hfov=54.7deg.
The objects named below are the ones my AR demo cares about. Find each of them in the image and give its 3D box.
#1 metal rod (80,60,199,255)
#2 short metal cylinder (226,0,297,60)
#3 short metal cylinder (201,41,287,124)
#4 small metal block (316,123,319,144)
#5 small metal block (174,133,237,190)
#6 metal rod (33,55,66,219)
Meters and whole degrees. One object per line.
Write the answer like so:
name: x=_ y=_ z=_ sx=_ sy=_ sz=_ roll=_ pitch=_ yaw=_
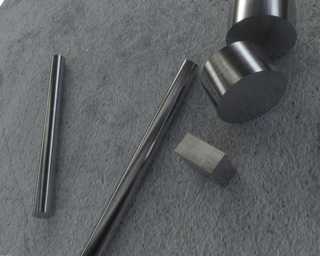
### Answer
metal rod: x=-0.023 y=0.040 z=0.391 sx=0.025 sy=0.025 sz=0.300 roll=16 pitch=69 yaw=34
short metal cylinder: x=0.124 y=-0.126 z=0.381 sx=0.080 sy=0.080 sz=0.050 roll=-3 pitch=60 yaw=27
short metal cylinder: x=0.093 y=-0.050 z=0.351 sx=0.080 sy=0.080 sz=0.050 roll=-28 pitch=52 yaw=10
small metal block: x=0.184 y=0.017 z=0.297 sx=0.050 sy=0.025 sz=0.050 roll=-14 pitch=56 yaw=20
small metal block: x=0.051 y=0.037 z=0.339 sx=0.050 sy=0.050 sz=0.025 roll=31 pitch=79 yaw=38
metal rod: x=-0.174 y=-0.006 z=0.498 sx=0.025 sy=0.025 sz=0.299 roll=-20 pitch=54 yaw=17
